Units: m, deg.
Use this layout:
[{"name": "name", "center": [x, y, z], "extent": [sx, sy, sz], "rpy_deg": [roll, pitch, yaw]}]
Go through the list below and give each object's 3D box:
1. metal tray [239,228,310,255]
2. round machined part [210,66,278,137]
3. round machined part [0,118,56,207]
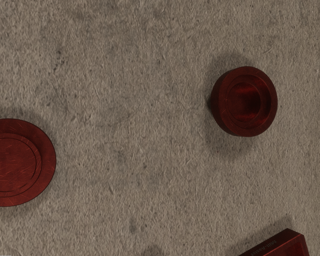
[{"name": "metal tray", "center": [0.170, 0.223, 0.471], "extent": [0.131, 0.030, 0.089], "rpy_deg": [-20, 97, -19]}, {"name": "round machined part", "center": [0.115, -0.036, 0.444], "extent": [0.099, 0.042, 0.097], "rpy_deg": [0, 90, -21]}, {"name": "round machined part", "center": [-0.166, 0.038, 0.339], "extent": [0.099, 0.042, 0.097], "rpy_deg": [0, 90, -21]}]
